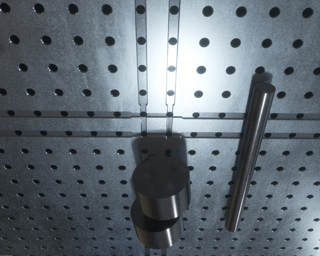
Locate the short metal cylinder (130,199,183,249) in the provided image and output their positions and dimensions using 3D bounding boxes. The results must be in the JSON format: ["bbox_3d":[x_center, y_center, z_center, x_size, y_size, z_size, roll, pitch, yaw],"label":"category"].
[{"bbox_3d":[-0.003,0.145,0.499,0.080,0.080,0.050,-5,130,4],"label":"short metal cylinder"}]

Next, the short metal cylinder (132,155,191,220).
[{"bbox_3d":[0.004,0.084,0.447,0.080,0.080,0.050,-4,130,4],"label":"short metal cylinder"}]

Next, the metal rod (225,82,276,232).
[{"bbox_3d":[0.128,0.065,0.467,0.025,0.025,0.298,-1,130,0],"label":"metal rod"}]
